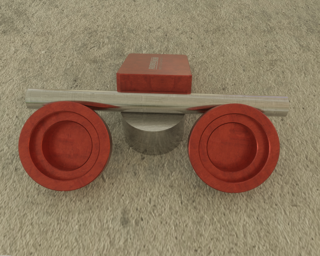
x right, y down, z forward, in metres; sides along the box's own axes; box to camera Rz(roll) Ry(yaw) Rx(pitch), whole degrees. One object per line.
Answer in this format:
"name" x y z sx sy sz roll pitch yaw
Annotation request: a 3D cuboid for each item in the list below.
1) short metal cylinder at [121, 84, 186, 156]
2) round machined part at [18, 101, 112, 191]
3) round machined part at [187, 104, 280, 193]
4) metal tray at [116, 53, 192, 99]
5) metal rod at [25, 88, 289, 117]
"short metal cylinder" -0.008 -0.011 0.398 0.081 0.050 0.080 0 50 0
"round machined part" -0.104 0.020 0.355 0.099 0.042 0.097 0 88 -1
"round machined part" 0.080 0.021 0.354 0.099 0.042 0.097 0 93 0
"metal tray" -0.005 -0.076 0.430 0.091 0.030 0.130 2 24 1
"metal rod" -0.004 -0.030 0.366 0.302 0.025 0.025 2 50 1
